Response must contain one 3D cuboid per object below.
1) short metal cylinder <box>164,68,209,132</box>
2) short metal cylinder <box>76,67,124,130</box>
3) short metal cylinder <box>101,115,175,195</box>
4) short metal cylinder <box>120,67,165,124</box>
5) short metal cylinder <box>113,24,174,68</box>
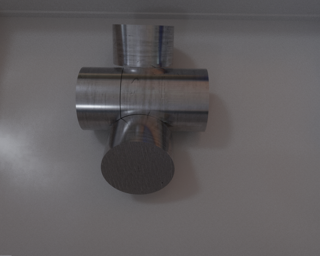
[{"bbox_3d":[0.031,-0.035,0.392,0.050,0.080,0.080,1,70,1],"label":"short metal cylinder"},{"bbox_3d":[-0.070,-0.037,0.392,0.050,0.080,0.080,1,70,1],"label":"short metal cylinder"},{"bbox_3d":[-0.024,0.031,0.359,0.081,0.079,0.050,0,36,0],"label":"short metal cylinder"},{"bbox_3d":[-0.019,-0.036,0.391,0.050,0.080,0.080,1,70,1],"label":"short metal cylinder"},{"bbox_3d":[-0.022,-0.110,0.411,0.080,0.080,0.050,2,108,0],"label":"short metal cylinder"}]
